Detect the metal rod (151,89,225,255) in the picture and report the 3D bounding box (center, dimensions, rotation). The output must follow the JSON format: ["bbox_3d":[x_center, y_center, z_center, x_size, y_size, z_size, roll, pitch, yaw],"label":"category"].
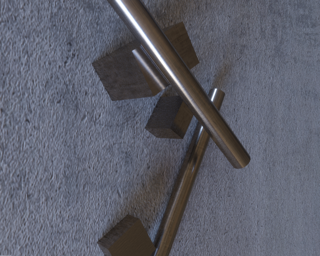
[{"bbox_3d":[0.035,0.077,0.436,0.025,0.025,0.300,35,68,-35],"label":"metal rod"}]

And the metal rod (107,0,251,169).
[{"bbox_3d":[0.016,-0.058,0.315,0.300,0.025,0.025,49,61,-29],"label":"metal rod"}]

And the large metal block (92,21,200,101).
[{"bbox_3d":[-0.017,-0.075,0.357,0.080,0.080,0.050,-40,115,-33],"label":"large metal block"}]

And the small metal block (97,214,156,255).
[{"bbox_3d":[-0.039,0.142,0.374,0.050,0.025,0.050,-38,113,-34],"label":"small metal block"}]

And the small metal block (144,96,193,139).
[{"bbox_3d":[0.014,-0.014,0.402,0.025,0.050,0.050,39,66,-34],"label":"small metal block"}]
